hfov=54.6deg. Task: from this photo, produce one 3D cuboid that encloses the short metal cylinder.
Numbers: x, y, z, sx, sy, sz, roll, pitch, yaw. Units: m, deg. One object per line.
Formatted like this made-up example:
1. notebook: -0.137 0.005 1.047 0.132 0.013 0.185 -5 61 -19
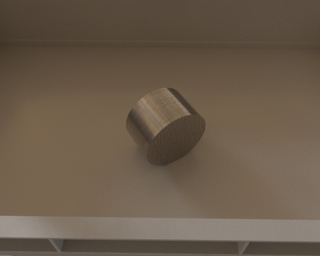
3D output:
1. short metal cylinder: 0.007 -0.001 0.370 0.080 0.080 0.050 -25 54 -19
